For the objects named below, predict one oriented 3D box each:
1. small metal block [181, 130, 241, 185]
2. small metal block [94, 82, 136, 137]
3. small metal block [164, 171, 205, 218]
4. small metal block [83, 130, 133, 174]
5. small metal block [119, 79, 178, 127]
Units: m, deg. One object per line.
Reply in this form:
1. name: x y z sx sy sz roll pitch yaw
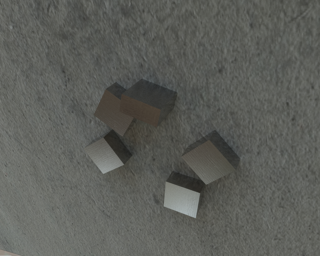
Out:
1. small metal block: 0.065 0.038 0.396 0.050 0.025 0.050 48 128 -6
2. small metal block: -0.055 -0.025 0.419 0.050 0.025 0.050 37 129 3
3. small metal block: 0.035 0.096 0.447 0.050 0.025 0.050 16 125 18
4. small metal block: -0.079 0.036 0.469 0.050 0.025 0.050 -27 104 37
5. small metal block: -0.013 -0.032 0.377 0.050 0.050 0.025 23 127 14
